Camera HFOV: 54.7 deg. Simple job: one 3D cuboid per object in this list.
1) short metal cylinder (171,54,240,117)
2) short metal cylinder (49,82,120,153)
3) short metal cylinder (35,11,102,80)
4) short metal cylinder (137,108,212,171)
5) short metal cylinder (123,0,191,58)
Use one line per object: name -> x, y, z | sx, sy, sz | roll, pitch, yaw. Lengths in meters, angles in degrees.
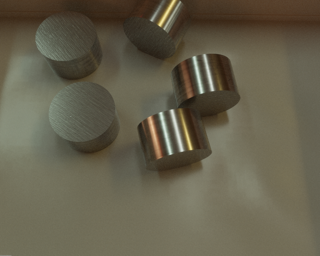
short metal cylinder -> 0.057, -0.052, 0.400 | 0.081, 0.080, 0.050 | -8, 70, -3
short metal cylinder -> -0.095, -0.013, 0.400 | 0.081, 0.050, 0.080 | 0, 70, 0
short metal cylinder -> -0.126, -0.116, 0.438 | 0.081, 0.050, 0.080 | 0, 70, 0
short metal cylinder -> 0.017, 0.016, 0.375 | 0.081, 0.080, 0.050 | -12, 71, -5
short metal cylinder -> -0.004, -0.143, 0.433 | 0.080, 0.080, 0.050 | 25, 72, 8
